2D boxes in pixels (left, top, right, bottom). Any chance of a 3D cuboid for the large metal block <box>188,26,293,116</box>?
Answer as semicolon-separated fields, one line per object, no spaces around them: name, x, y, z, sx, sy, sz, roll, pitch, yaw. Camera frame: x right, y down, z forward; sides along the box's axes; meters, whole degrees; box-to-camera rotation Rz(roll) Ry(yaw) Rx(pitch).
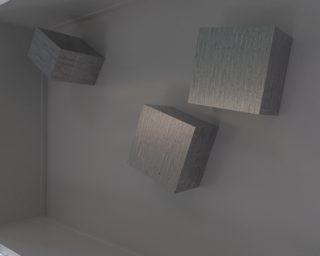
large metal block;0.082;-0.059;0.323;0.080;0.050;0.079;14;99;39

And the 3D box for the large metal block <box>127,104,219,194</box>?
large metal block;0.014;0.022;0.379;0.080;0.050;0.079;26;106;37

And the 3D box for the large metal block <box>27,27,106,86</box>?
large metal block;-0.149;-0.113;0.495;0.080;0.081;0.050;41;115;32
